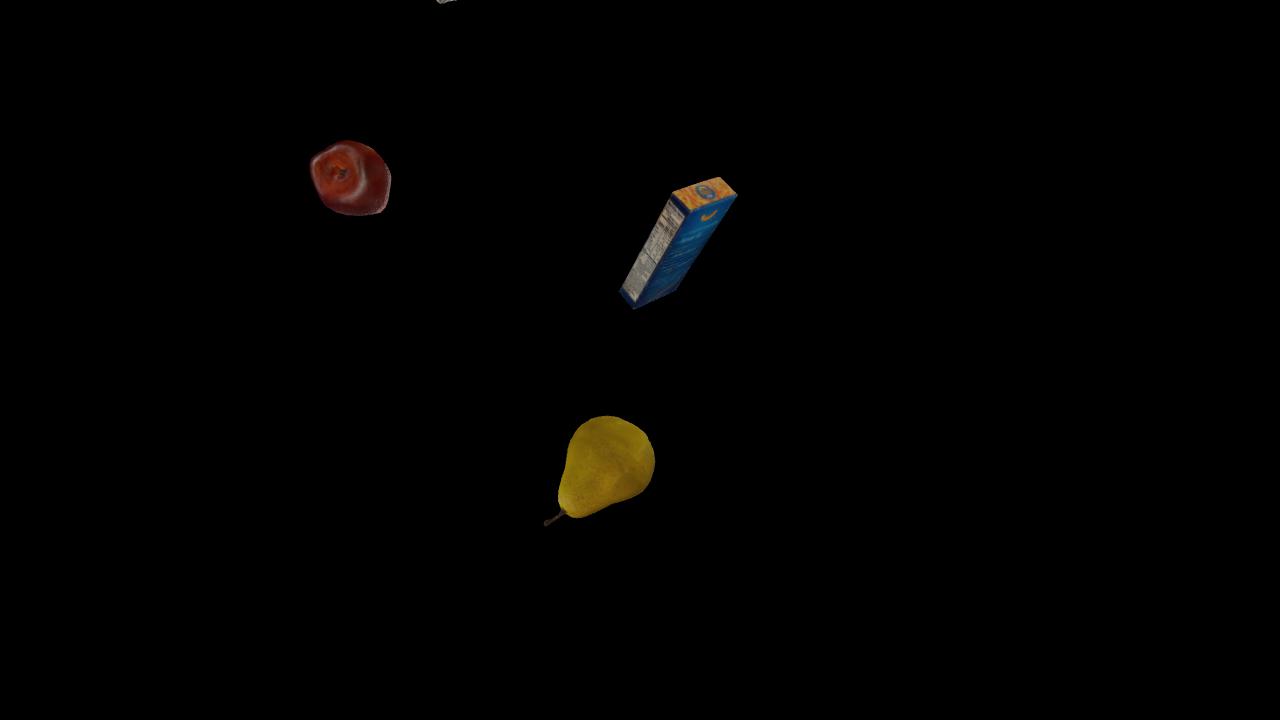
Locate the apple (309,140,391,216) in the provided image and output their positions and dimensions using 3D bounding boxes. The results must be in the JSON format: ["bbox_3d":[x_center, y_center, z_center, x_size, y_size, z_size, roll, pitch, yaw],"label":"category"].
[{"bbox_3d":[-0.306,-0.193,0.661,0.079,0.079,0.093,0,6,-5],"label":"apple"}]

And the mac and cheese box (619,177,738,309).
[{"bbox_3d":[0.045,-0.147,0.794,0.093,0.041,0.184,-27,-19,-38],"label":"mac and cheese box"}]

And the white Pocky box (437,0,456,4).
[{"bbox_3d":[-0.107,-0.331,0.468,0.154,0.084,0.028,-36,12,-33],"label":"white Pocky box"}]

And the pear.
[{"bbox_3d":[-0.036,0.103,0.532,0.080,0.111,0.080,23,-34,16],"label":"pear"}]
